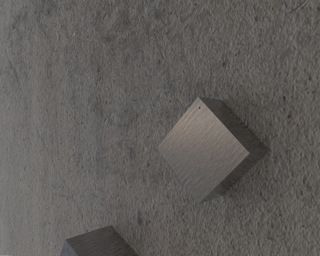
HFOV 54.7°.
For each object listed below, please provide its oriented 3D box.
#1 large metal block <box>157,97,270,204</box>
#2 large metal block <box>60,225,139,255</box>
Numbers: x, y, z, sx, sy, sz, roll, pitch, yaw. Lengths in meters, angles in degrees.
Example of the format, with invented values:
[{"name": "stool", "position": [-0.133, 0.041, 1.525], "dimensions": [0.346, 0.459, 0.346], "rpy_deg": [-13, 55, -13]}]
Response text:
[{"name": "large metal block", "position": [0.056, 0.023, 0.342], "dimensions": [0.080, 0.050, 0.080], "rpy_deg": [52, 120, 27]}, {"name": "large metal block", "position": [-0.085, 0.193, 0.440], "dimensions": [0.080, 0.081, 0.050], "rpy_deg": [35, 112, 34]}]
